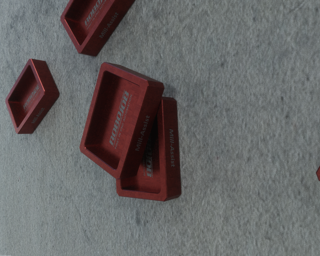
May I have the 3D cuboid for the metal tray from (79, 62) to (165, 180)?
[{"bbox_3d":[-0.054,-0.011,0.403,0.090,0.030,0.129,29,108,36],"label":"metal tray"}]

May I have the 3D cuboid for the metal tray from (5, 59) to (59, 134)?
[{"bbox_3d":[-0.253,-0.059,0.606,0.129,0.030,0.090,-43,64,31],"label":"metal tray"}]

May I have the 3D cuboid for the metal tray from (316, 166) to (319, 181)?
[{"bbox_3d":[0.197,0.005,0.239,0.090,0.030,0.129,32,110,35],"label":"metal tray"}]

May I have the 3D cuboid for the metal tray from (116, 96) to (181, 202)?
[{"bbox_3d":[-0.019,0.027,0.415,0.090,0.030,0.129,-5,87,39],"label":"metal tray"}]

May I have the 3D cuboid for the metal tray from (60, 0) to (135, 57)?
[{"bbox_3d":[-0.098,-0.188,0.479,0.129,0.030,0.090,-46,63,30],"label":"metal tray"}]
